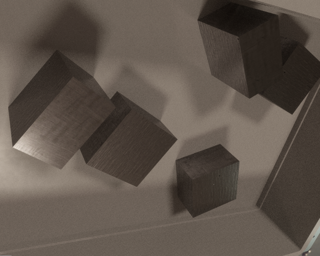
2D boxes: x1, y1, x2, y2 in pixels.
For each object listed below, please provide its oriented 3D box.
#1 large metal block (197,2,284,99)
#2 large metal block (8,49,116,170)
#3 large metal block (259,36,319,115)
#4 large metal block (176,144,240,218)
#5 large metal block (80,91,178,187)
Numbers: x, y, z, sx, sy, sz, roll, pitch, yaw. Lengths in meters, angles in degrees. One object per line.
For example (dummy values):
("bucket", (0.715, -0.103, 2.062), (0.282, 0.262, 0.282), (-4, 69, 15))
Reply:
("large metal block", (0.096, -0.094, 0.369), (0.050, 0.080, 0.080), (-31, 129, -9))
("large metal block", (-0.100, -0.021, 0.306), (0.080, 0.080, 0.050), (-48, 129, 5))
("large metal block", (0.176, -0.076, 0.444), (0.080, 0.050, 0.080), (22, 107, -37))
("large metal block", (0.074, 0.082, 0.486), (0.081, 0.050, 0.079), (-18, 126, -19))
("large metal block", (-0.040, 0.015, 0.381), (0.080, 0.050, 0.080), (34, 99, -39))
